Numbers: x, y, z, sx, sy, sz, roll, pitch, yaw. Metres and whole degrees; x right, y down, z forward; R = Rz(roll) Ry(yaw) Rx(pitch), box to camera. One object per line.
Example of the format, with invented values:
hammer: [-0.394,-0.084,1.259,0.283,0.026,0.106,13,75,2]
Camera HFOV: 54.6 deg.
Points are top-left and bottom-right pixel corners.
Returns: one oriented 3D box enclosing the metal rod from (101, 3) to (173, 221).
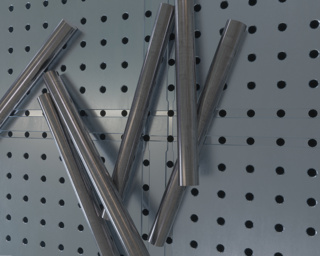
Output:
metal rod: [-0.030,-0.017,0.423,0.025,0.025,0.298,18,96,19]

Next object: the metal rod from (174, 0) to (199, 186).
metal rod: [0.032,-0.081,0.384,0.025,0.025,0.299,-3,82,20]

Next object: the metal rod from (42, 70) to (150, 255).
metal rod: [-0.094,0.042,0.425,0.025,0.025,0.299,-36,71,16]

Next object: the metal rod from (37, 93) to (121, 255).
metal rod: [-0.114,0.086,0.453,0.025,0.025,0.299,-28,81,18]

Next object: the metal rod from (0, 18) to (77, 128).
metal rod: [-0.234,-0.050,0.496,0.299,0.025,0.025,-46,76,14]

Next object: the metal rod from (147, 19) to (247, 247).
metal rod: [0.044,0.012,0.397,0.025,0.025,0.299,22,97,18]
